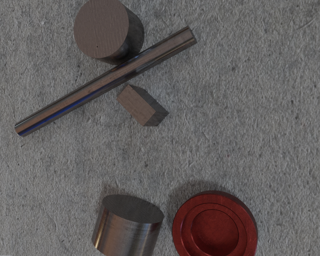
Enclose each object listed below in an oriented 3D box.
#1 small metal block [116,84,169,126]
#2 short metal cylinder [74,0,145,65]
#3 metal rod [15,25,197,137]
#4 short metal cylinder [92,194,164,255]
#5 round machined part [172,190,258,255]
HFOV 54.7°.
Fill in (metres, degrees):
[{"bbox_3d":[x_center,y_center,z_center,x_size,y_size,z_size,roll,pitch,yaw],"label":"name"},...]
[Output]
[{"bbox_3d":[-0.021,-0.028,0.403,0.050,0.050,0.025,45,104,14],"label":"small metal block"},{"bbox_3d":[-0.068,-0.129,0.420,0.080,0.050,0.079,0,90,20],"label":"short metal cylinder"},{"bbox_3d":[-0.088,-0.058,0.439,0.300,0.025,0.025,-25,82,18],"label":"metal rod"},{"bbox_3d":[-0.041,0.125,0.394,0.080,0.080,0.050,19,96,19],"label":"short metal cylinder"},{"bbox_3d":[0.068,0.124,0.376,0.098,0.042,0.097,0,90,20],"label":"round machined part"}]
